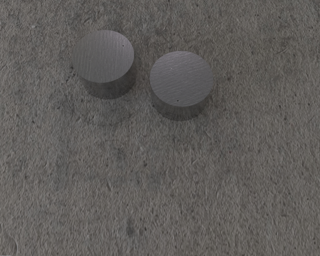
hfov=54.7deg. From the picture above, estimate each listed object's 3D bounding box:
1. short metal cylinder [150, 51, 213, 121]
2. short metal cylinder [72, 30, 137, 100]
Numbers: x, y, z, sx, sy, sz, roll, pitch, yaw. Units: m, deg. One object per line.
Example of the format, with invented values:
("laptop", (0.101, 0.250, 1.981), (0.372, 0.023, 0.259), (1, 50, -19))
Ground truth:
("short metal cylinder", (0.027, -0.055, 0.415), (0.081, 0.050, 0.080), (0, 70, 0))
("short metal cylinder", (-0.074, -0.086, 0.426), (0.081, 0.050, 0.080), (0, 70, 0))
